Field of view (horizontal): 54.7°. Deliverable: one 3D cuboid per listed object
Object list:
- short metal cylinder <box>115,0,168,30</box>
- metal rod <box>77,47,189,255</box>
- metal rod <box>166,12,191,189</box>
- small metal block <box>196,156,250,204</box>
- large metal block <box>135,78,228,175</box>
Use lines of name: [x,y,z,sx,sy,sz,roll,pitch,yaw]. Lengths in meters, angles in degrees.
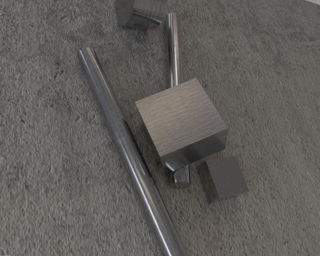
short metal cylinder: [-0.030,-0.193,0.470,0.050,0.080,0.080,-1,62,-29]
metal rod: [-0.035,0.030,0.366,0.025,0.025,0.299,-14,69,-34]
metal rod: [0.023,-0.059,0.451,0.025,0.025,0.299,13,56,-21]
small metal block: [0.082,0.067,0.406,0.050,0.025,0.050,-4,64,-30]
large metal block: [0.025,-0.003,0.373,0.080,0.050,0.080,-22,59,-6]
